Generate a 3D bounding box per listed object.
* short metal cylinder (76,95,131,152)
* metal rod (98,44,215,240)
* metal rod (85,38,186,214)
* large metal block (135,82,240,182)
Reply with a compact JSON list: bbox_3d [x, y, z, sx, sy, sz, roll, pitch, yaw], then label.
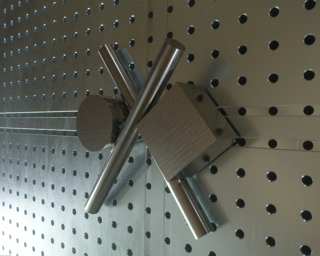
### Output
[{"bbox_3d":[-0.077,-0.007,0.452,0.080,0.050,0.079,0,90,40],"label":"short metal cylinder"},{"bbox_3d":[-0.015,0.003,0.416,0.025,0.025,0.299,-43,64,31],"label":"metal rod"},{"bbox_3d":[-0.046,0.018,0.415,0.025,0.025,0.298,50,128,28],"label":"metal rod"},{"bbox_3d":[0.029,0.005,0.363,0.080,0.050,0.080,-46,63,30],"label":"large metal block"}]
